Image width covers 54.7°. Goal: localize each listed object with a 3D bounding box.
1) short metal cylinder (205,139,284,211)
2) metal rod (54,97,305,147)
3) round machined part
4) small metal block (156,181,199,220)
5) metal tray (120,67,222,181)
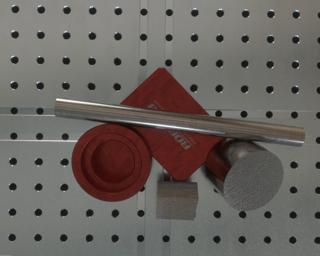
[{"bbox_3d":[0.104,0.056,0.387,0.081,0.050,0.079,-6,110,-16],"label":"short metal cylinder"},{"bbox_3d":[0.024,-0.007,0.382,0.302,0.025,0.025,7,90,-1],"label":"metal rod"},{"bbox_3d":[-0.059,0.041,0.399,0.099,0.042,0.097,0,96,4],"label":"round machined part"},{"bbox_3d":[0.021,0.094,0.400,0.050,0.025,0.050,3,133,-1],"label":"small metal block"},{"bbox_3d":[0.014,-0.004,0.412,0.090,0.030,0.130,-43,91,0],"label":"metal tray"}]
